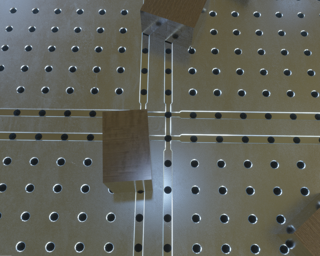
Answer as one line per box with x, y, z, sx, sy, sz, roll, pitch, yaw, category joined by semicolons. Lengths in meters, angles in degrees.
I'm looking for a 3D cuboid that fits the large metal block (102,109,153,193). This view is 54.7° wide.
-0.037;0.031;0.371;0.050;0.080;0.080;-4;70;-2;large metal block

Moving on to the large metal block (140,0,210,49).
0.025;-0.177;0.463;0.080;0.050;0.080;21;71;7;large metal block

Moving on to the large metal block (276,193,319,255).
0.199;0.128;0.354;0.080;0.050;0.080;-37;75;-13;large metal block
